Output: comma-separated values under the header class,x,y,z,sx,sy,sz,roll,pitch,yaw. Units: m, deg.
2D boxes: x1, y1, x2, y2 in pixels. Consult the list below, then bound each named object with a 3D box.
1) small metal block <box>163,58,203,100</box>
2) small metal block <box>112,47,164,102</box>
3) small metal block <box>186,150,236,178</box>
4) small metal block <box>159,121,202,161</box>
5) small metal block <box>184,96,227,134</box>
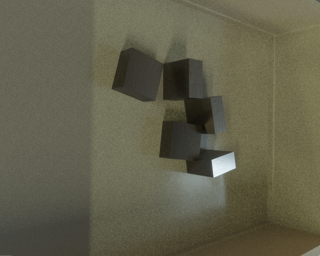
class,x,y,z,sx,sy,sz,roll,pitch,yaw
small metal block,0.030,-0.064,0.418,0.025,0.050,0.050,0,90,-40
small metal block,-0.027,-0.065,0.386,0.050,0.025,0.050,20,78,-39
small metal block,0.074,0.051,0.455,0.050,0.050,0.025,-13,99,-40
small metal block,0.029,0.019,0.430,0.050,0.025,0.050,9,85,-33
small metal block,0.065,-0.019,0.447,0.025,0.050,0.050,-16,100,-40
